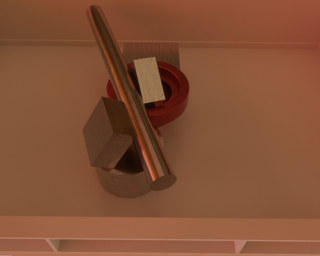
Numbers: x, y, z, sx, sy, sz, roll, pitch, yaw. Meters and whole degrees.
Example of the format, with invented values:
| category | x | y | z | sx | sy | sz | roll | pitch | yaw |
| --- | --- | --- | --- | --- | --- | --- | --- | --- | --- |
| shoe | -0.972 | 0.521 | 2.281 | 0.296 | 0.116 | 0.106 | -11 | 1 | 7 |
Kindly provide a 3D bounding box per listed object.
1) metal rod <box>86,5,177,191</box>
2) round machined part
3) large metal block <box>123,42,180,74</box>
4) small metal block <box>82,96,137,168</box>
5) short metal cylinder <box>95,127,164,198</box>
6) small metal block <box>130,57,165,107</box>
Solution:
| category | x | y | z | sx | sy | sz | roll | pitch | yaw |
| --- | --- | --- | --- | --- | --- | --- | --- | --- | --- |
| metal rod | -0.046 | -0.060 | 0.363 | 0.025 | 0.025 | 0.299 | -15 | 52 | -12 |
| round machined part | -0.014 | -0.038 | 0.386 | 0.099 | 0.042 | 0.098 | 0 | 50 | 0 |
| large metal block | -0.013 | -0.081 | 0.453 | 0.081 | 0.050 | 0.080 | 0 | 50 | -1 |
| small metal block | -0.053 | 0.005 | 0.314 | 0.025 | 0.050 | 0.050 | 11 | 40 | -37 |
| short metal cylinder | -0.036 | 0.033 | 0.359 | 0.081 | 0.050 | 0.080 | 0 | 50 | 0 |
| small metal block | -0.017 | -0.050 | 0.367 | 0.025 | 0.050 | 0.050 | -12 | 86 | -15 |
